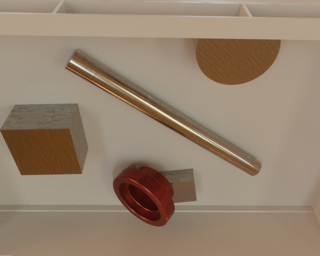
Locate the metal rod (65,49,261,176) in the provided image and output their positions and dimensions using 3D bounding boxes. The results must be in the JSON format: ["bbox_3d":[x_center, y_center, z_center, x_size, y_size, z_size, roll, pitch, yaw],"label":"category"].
[{"bbox_3d":[0.021,-0.008,0.402,0.301,0.025,0.025,30,124,-23],"label":"metal rod"}]

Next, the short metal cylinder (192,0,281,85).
[{"bbox_3d":[0.075,-0.091,0.316,0.081,0.050,0.079,0,130,0],"label":"short metal cylinder"}]

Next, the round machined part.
[{"bbox_3d":[-0.019,0.096,0.460,0.098,0.042,0.097,25,140,24],"label":"round machined part"}]

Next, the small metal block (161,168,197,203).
[{"bbox_3d":[0.030,0.092,0.488,0.050,0.025,0.050,-7,130,5],"label":"small metal block"}]

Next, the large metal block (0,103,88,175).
[{"bbox_3d":[-0.145,0.016,0.404,0.081,0.050,0.079,-1,130,0],"label":"large metal block"}]
